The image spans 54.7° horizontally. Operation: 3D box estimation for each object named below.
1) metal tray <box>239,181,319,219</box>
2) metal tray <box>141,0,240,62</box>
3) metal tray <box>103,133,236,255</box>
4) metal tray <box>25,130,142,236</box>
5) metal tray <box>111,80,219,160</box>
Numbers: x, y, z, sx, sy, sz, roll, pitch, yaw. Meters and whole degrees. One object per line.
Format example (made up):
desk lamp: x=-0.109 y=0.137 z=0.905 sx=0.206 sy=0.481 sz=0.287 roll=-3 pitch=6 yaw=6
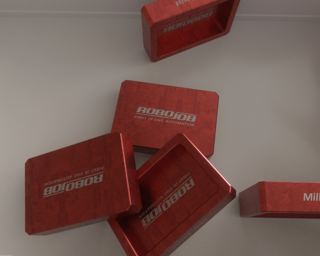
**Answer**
metal tray: x=0.164 y=0.083 z=0.346 sx=0.131 sy=0.090 sz=0.030 roll=1 pitch=70 yaw=0
metal tray: x=0.041 y=-0.148 z=0.429 sx=0.131 sy=0.090 sz=0.030 roll=-23 pitch=72 yaw=-9
metal tray: x=0.006 y=0.080 z=0.346 sx=0.130 sy=0.030 sz=0.090 roll=-42 pitch=58 yaw=3
metal tray: x=-0.092 y=0.065 z=0.357 sx=0.130 sy=0.030 sz=0.090 roll=-17 pitch=66 yaw=14
metal tray: x=0.007 y=-0.010 z=0.411 sx=0.131 sy=0.030 sz=0.090 roll=8 pitch=70 yaw=2
